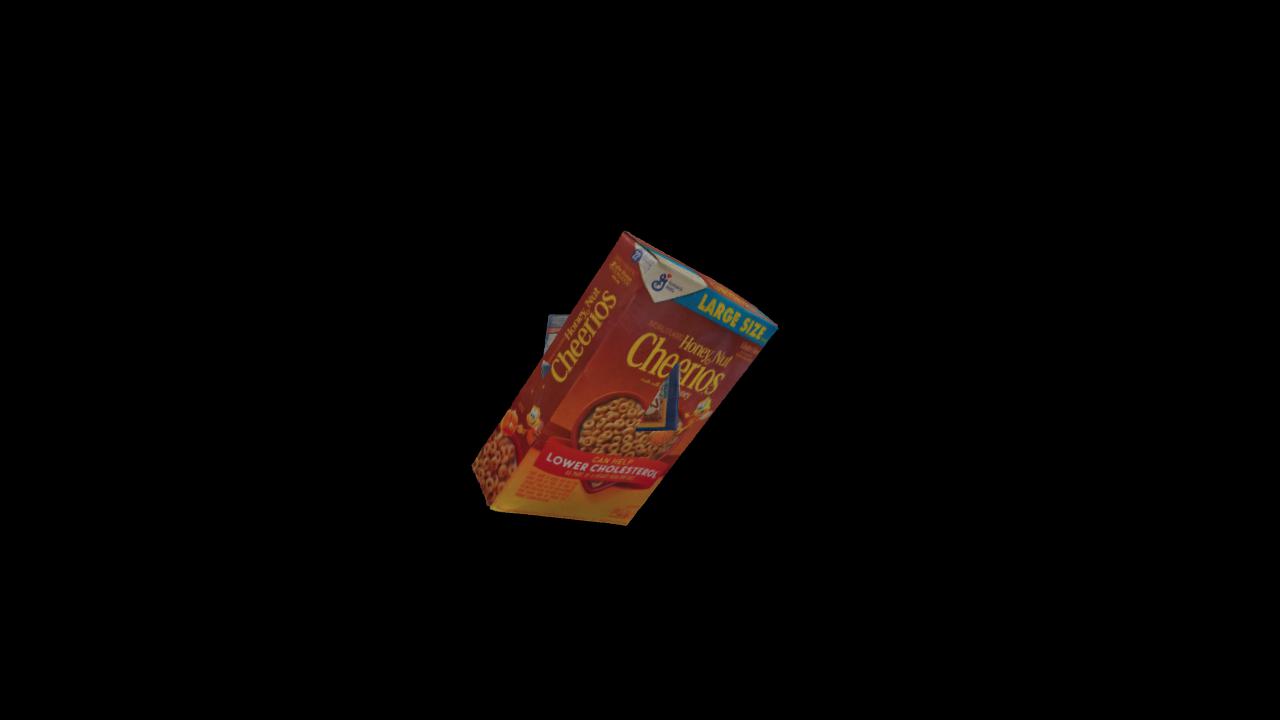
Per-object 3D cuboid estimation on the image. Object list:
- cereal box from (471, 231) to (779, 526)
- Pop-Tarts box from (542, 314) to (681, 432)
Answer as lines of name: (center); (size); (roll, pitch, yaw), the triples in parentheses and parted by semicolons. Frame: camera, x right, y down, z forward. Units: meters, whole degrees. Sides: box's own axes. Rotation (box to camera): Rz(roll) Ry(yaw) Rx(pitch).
cereal box: (-0.014, 0.038, 0.662); (0.203, 0.306, 0.081); (22, 20, -44)
Pop-Tarts box: (-0.036, 0.010, 0.697); (0.141, 0.083, 0.167); (-1, 22, -6)
